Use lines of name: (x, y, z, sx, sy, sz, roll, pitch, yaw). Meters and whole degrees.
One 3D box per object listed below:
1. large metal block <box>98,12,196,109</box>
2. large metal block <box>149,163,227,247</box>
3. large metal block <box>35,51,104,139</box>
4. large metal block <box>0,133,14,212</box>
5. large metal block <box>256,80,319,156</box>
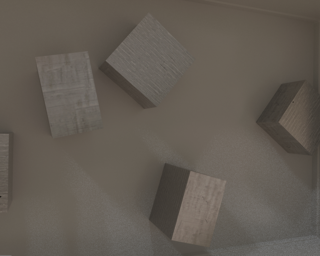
large metal block: (-0.017, -0.081, 0.392, 0.080, 0.050, 0.080, 42, 77, -16)
large metal block: (0.032, 0.094, 0.395, 0.050, 0.080, 0.080, 18, 84, -20)
large metal block: (-0.102, -0.034, 0.344, 0.050, 0.080, 0.079, -12, 95, -20)
large metal block: (-0.201, 0.045, 0.323, 0.081, 0.050, 0.079, 1, 90, -21)
large metal block: (0.211, -0.015, 0.477, 0.080, 0.050, 0.080, 40, 77, -16)
